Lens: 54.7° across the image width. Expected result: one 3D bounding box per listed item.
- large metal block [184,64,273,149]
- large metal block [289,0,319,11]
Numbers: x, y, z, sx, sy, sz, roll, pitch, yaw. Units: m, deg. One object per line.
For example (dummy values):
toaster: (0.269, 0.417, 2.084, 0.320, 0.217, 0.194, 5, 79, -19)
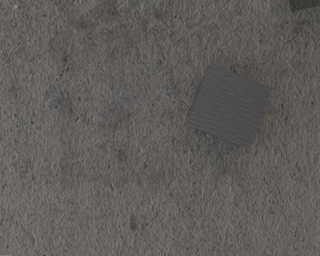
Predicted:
large metal block: (0.084, -0.026, 0.398, 0.080, 0.050, 0.080, 21, 90, 0)
large metal block: (0.211, -0.207, 0.399, 0.080, 0.050, 0.080, -11, 90, 0)
